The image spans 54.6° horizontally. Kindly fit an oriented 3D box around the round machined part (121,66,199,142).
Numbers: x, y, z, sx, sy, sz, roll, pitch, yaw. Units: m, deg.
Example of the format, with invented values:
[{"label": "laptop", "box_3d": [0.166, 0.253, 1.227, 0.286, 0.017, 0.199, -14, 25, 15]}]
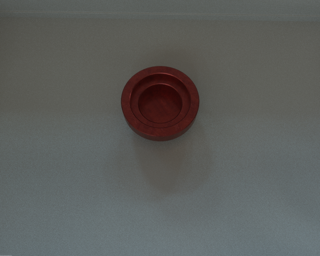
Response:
[{"label": "round machined part", "box_3d": [0.000, -0.028, 0.408, 0.099, 0.042, 0.098, 0, 70, 0]}]
